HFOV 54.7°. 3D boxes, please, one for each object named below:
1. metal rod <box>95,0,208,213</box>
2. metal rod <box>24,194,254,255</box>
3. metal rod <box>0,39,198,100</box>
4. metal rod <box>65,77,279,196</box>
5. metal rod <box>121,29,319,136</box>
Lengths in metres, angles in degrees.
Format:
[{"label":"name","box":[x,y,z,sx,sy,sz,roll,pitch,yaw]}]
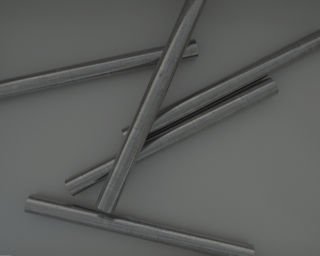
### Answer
[{"label":"metal rod","box":[-0.008,-0.037,0.385,0.025,0.025,0.299,24,90,0]},{"label":"metal rod","box":[-0.026,0.134,0.411,0.302,0.025,0.025,13,90,0]},{"label":"metal rod","box":[-0.100,-0.074,0.410,0.302,0.025,0.025,-12,90,0]},{"label":"metal rod","box":[0.016,0.011,0.411,0.301,0.025,0.025,-27,90,0]},{"label":"metal rod","box":[0.089,-0.056,0.411,0.301,0.025,0.025,-27,90,0]}]
